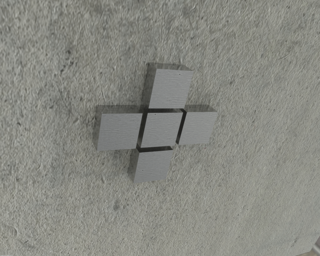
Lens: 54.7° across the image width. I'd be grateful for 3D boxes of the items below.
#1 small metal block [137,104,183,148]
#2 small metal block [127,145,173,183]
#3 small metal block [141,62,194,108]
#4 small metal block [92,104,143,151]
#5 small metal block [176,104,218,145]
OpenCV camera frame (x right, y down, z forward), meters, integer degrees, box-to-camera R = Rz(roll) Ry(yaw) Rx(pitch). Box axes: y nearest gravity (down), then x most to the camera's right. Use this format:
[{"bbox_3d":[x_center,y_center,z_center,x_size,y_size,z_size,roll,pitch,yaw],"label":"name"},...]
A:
[{"bbox_3d":[-0.003,-0.003,0.407,0.050,0.025,0.050,-2,119,-28],"label":"small metal block"},{"bbox_3d":[-0.014,0.047,0.431,0.050,0.025,0.050,-2,120,-28],"label":"small metal block"},{"bbox_3d":[0.008,-0.052,0.382,0.050,0.025,0.050,-2,119,-28],"label":"small metal block"},{"bbox_3d":[-0.053,-0.001,0.380,0.050,0.025,0.050,-2,119,-28],"label":"small metal block"},{"bbox_3d":[0.047,-0.005,0.433,0.050,0.025,0.050,-2,119,-28],"label":"small metal block"}]
